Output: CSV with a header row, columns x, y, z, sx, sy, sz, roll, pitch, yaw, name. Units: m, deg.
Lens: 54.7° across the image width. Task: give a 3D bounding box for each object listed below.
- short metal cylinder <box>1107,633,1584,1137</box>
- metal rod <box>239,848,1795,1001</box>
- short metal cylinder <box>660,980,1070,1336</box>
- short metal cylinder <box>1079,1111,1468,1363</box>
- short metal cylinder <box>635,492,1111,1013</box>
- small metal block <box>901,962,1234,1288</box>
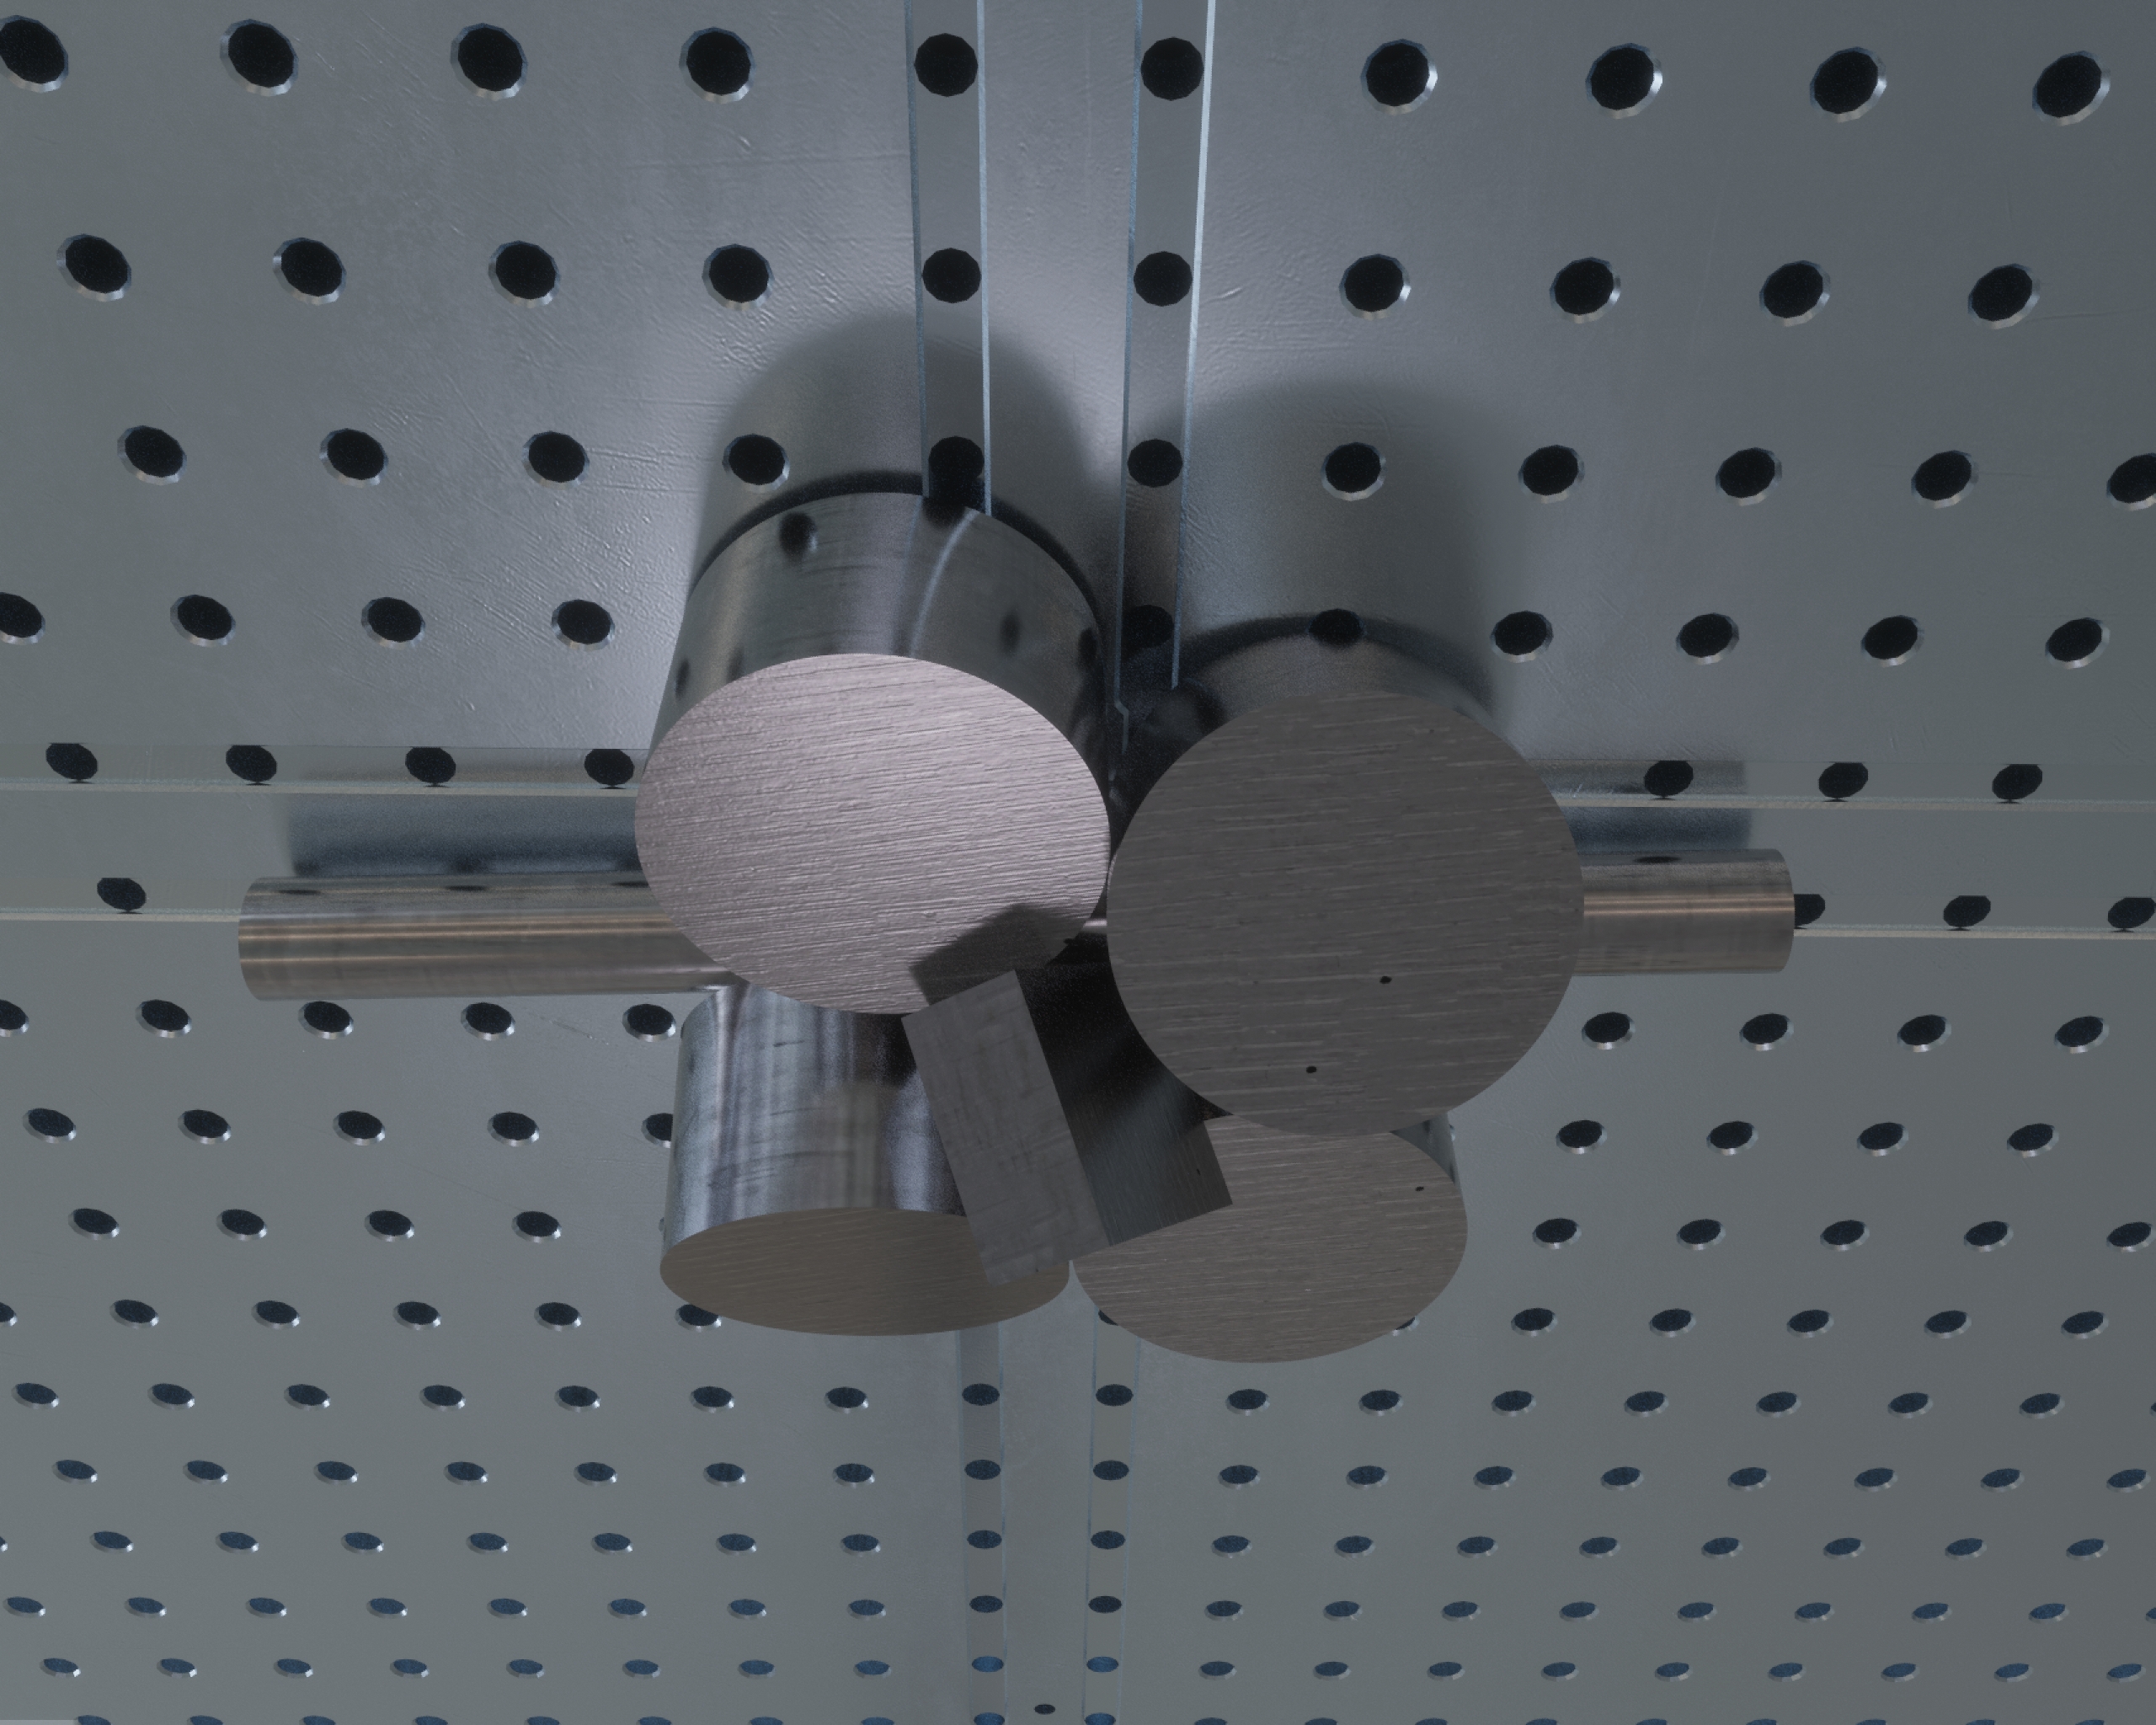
x,y,z,sx,sy,sz,roll,pitch,yaw,name
0.045,0.002,0.376,0.081,0.050,0.079,0,107,0,short metal cylinder
-0.012,0.012,0.417,0.302,0.025,0.025,-1,130,0,metal rod
-0.042,0.061,0.426,0.081,0.050,0.080,-1,150,0,short metal cylinder
0.039,0.062,0.443,0.081,0.050,0.079,0,130,0,short metal cylinder
-0.035,-0.019,0.374,0.081,0.050,0.079,0,130,0,short metal cylinder
-0.001,0.046,0.383,0.025,0.050,0.050,-25,168,26,small metal block
